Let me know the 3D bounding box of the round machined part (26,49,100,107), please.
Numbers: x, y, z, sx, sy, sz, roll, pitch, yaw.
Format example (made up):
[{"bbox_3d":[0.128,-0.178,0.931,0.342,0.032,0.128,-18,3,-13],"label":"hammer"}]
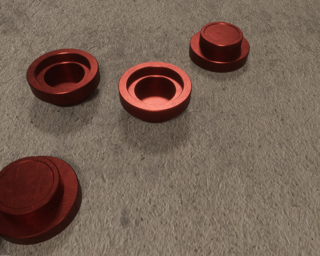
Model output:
[{"bbox_3d":[-0.136,-0.069,0.448,0.099,0.042,0.098,0,50,0],"label":"round machined part"}]

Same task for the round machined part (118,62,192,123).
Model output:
[{"bbox_3d":[-0.007,-0.045,0.430,0.099,0.042,0.098,0,50,0],"label":"round machined part"}]

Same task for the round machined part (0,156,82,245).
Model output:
[{"bbox_3d":[-0.137,0.069,0.332,0.099,0.042,0.098,0,50,0],"label":"round machined part"}]

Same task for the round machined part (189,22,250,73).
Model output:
[{"bbox_3d":[0.099,-0.139,0.510,0.099,0.042,0.098,0,50,0],"label":"round machined part"}]
